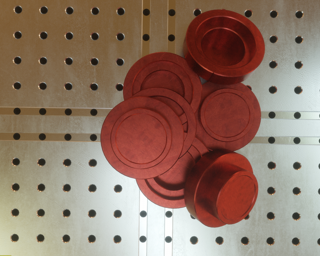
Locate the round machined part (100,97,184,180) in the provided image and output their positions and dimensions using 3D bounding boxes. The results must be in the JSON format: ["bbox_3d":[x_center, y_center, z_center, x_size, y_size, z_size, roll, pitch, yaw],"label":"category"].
[{"bbox_3d":[-0.021,0.012,0.362,0.099,0.042,0.097,0,90,0],"label":"round machined part"}]

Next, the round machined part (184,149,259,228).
[{"bbox_3d":[0.082,0.078,0.381,0.099,0.042,0.097,-9,108,-31],"label":"round machined part"}]

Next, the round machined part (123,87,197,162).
[{"bbox_3d":[-0.004,-0.002,0.404,0.099,0.042,0.097,0,90,0],"label":"round machined part"}]

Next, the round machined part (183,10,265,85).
[{"bbox_3d":[0.078,-0.097,0.394,0.099,0.042,0.098,2,69,-6],"label":"round machined part"}]

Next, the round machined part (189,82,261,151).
[{"bbox_3d":[0.084,-0.016,0.405,0.099,0.042,0.097,0,90,0],"label":"round machined part"}]

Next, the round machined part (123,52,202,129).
[{"bbox_3d":[0.003,-0.046,0.405,0.099,0.042,0.097,0,90,0],"label":"round machined part"}]

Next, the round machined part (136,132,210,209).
[{"bbox_3d":[0.018,0.051,0.405,0.099,0.042,0.097,0,90,0],"label":"round machined part"}]
